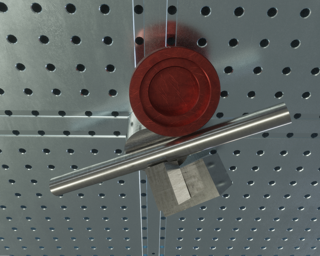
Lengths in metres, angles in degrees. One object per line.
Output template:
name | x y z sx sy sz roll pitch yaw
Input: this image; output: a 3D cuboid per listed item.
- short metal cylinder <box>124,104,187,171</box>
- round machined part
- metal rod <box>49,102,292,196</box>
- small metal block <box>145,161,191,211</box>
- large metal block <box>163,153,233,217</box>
short metal cylinder | -0.004 0.013 0.406 0.081 0.050 0.079 0 130 0
round machined part | 0.015 -0.043 0.349 0.099 0.042 0.097 -2 108 -6
metal rod | 0.000 0.031 0.371 0.301 0.025 0.025 -19 128 15
small metal block | 0.010 0.068 0.373 0.025 0.050 0.050 -23 169 18
large metal block | 0.046 0.077 0.431 0.080 0.050 0.080 -28 170 22
